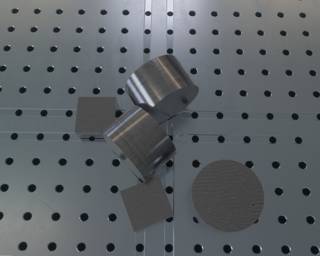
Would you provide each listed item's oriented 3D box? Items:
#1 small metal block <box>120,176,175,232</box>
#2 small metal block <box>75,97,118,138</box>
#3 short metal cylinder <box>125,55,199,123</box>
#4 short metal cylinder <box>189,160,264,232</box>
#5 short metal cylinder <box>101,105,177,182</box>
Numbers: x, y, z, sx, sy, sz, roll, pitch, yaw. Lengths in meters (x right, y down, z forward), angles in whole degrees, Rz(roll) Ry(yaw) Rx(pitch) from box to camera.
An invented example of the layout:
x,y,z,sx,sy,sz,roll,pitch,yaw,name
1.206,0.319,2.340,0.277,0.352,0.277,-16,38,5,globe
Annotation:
x,y,z,sx,sy,sz,roll,pitch,yaw,name
-0.015,0.093,0.378,0.050,0.025,0.050,-20,71,-8,small metal block
-0.084,-0.014,0.416,0.050,0.025,0.050,0,70,0,small metal block
0.003,-0.048,0.400,0.080,0.080,0.050,-29,73,-10,short metal cylinder
0.076,0.083,0.369,0.081,0.050,0.080,0,70,0,short metal cylinder
-0.026,0.019,0.375,0.050,0.080,0.080,-41,75,-14,short metal cylinder
